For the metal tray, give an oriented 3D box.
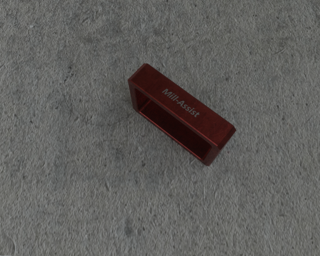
[{"bbox_3d":[0.023,-0.013,0.380,0.130,0.090,0.030,38,74,12],"label":"metal tray"}]
